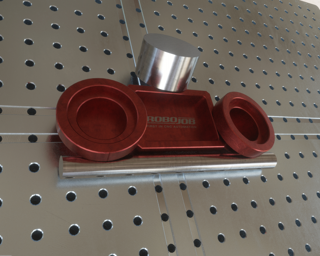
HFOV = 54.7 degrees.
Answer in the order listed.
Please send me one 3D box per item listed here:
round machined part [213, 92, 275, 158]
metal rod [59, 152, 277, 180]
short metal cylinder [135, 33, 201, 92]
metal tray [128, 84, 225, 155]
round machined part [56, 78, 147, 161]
[{"bbox_3d":[0.115,-0.001,0.448,0.099,0.042,0.098,20,50,-25],"label":"round machined part"},{"bbox_3d":[0.031,0.045,0.392,0.303,0.025,0.025,2,61,-28],"label":"metal rod"},{"bbox_3d":[0.010,-0.092,0.430,0.081,0.050,0.080,14,31,-8],"label":"short metal cylinder"},{"bbox_3d":[0.017,-0.009,0.414,0.131,0.030,0.090,1,62,-28],"label":"metal tray"},{"bbox_3d":[-0.067,-0.006,0.354,0.099,0.042,0.098,9,57,-14],"label":"round machined part"}]
